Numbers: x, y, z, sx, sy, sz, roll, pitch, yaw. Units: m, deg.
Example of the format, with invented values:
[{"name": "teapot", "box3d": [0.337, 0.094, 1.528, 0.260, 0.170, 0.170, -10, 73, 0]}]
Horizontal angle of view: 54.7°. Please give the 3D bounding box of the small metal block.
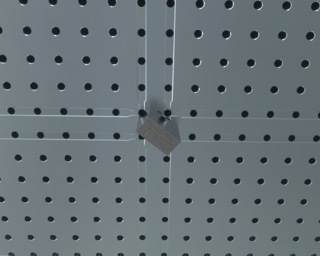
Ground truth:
[{"name": "small metal block", "box3d": [-0.002, 0.002, 0.401, 0.050, 0.050, 0.025, 38, 106, -13]}]
